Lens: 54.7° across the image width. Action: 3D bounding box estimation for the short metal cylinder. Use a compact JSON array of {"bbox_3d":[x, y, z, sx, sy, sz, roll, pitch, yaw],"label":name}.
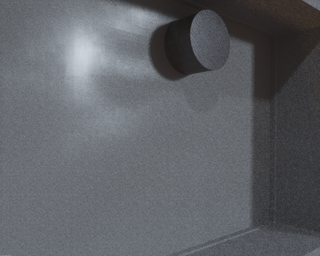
[{"bbox_3d":[0.053,-0.118,0.434,0.081,0.050,0.080,0,90,-40],"label":"short metal cylinder"}]
